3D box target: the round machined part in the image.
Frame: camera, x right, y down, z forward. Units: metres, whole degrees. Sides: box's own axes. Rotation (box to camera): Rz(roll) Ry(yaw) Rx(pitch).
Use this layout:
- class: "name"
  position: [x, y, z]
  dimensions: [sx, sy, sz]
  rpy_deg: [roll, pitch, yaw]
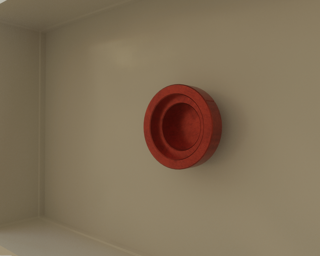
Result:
- class: "round machined part"
  position: [0.031, -0.002, 0.369]
  dimensions: [0.098, 0.042, 0.097]
  rpy_deg: [0, 90, 39]
